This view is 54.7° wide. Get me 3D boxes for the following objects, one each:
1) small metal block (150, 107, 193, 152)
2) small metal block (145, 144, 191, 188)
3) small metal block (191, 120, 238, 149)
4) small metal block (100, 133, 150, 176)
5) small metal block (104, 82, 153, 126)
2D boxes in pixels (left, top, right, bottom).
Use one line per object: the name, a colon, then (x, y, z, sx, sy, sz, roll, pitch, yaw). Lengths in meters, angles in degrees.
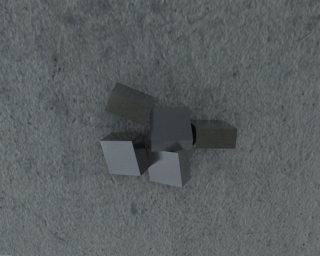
small metal block: (0.013, 0.001, 0.393, 0.050, 0.050, 0.025, -2, 147, -3)
small metal block: (0.011, 0.048, 0.415, 0.050, 0.025, 0.050, 6, 114, 32)
small metal block: (0.064, 0.007, 0.396, 0.050, 0.050, 0.025, 1, 103, -8)
small metal block: (-0.046, 0.034, 0.411, 0.050, 0.025, 0.050, -1, 113, 29)
small metal block: (-0.037, -0.031, 0.385, 0.050, 0.050, 0.025, 21, 109, -8)
